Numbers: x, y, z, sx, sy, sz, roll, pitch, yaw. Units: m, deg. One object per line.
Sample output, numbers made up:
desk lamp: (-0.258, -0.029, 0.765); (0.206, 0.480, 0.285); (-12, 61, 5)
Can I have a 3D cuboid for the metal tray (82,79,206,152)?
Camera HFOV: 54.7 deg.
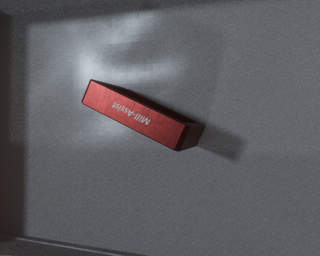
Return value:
metal tray: (-0.017, -0.016, 0.377); (0.130, 0.090, 0.030); (26, 99, 17)
